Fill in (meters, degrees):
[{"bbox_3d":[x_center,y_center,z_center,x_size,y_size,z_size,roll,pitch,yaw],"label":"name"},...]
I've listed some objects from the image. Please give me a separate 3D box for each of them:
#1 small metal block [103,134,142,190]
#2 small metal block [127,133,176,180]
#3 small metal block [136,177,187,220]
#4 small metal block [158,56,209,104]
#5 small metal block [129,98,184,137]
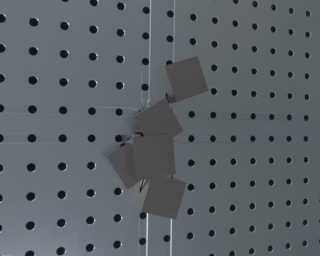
[{"bbox_3d":[-0.037,0.043,0.399,0.050,0.025,0.050,-33,101,-17],"label":"small metal block"},{"bbox_3d":[-0.010,0.034,0.382,0.050,0.025,0.050,-6,92,-20],"label":"small metal block"},{"bbox_3d":[0.002,0.089,0.413,0.050,0.025,0.050,19,84,-19],"label":"small metal block"},{"bbox_3d":[0.032,-0.066,0.424,0.050,0.025,0.050,-21,97,-19],"label":"small metal block"},{"bbox_3d":[-0.005,-0.005,0.410,0.050,0.025,0.050,-33,101,-17],"label":"small metal block"}]
